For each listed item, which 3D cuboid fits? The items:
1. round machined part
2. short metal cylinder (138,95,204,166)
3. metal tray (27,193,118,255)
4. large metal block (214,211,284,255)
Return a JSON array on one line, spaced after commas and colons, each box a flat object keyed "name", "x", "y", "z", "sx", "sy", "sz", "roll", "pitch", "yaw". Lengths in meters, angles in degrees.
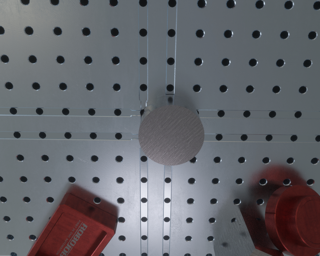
[{"name": "round machined part", "x": 0.198, "y": 0.127, "z": 0.426, "sx": 0.099, "sy": 0.042, "sz": 0.098, "roll": 5, "pitch": 76, "yaw": -21}, {"name": "short metal cylinder", "x": 0.014, "y": 0.002, "z": 0.401, "sx": 0.081, "sy": 0.050, "sz": 0.079, "roll": 0, "pitch": 110, "yaw": 0}, {"name": "metal tray", "x": -0.136, "y": 0.173, "z": 0.473, "sx": 0.090, "sy": 0.030, "sz": 0.129, "roll": 31, "pitch": 107, "yaw": -11}, {"name": "large metal block", "x": 0.127, "y": 0.185, "z": 0.453, "sx": 0.050, "sy": 0.080, "sz": 0.080, "roll": 26, "pitch": 108, "yaw": -9}]
